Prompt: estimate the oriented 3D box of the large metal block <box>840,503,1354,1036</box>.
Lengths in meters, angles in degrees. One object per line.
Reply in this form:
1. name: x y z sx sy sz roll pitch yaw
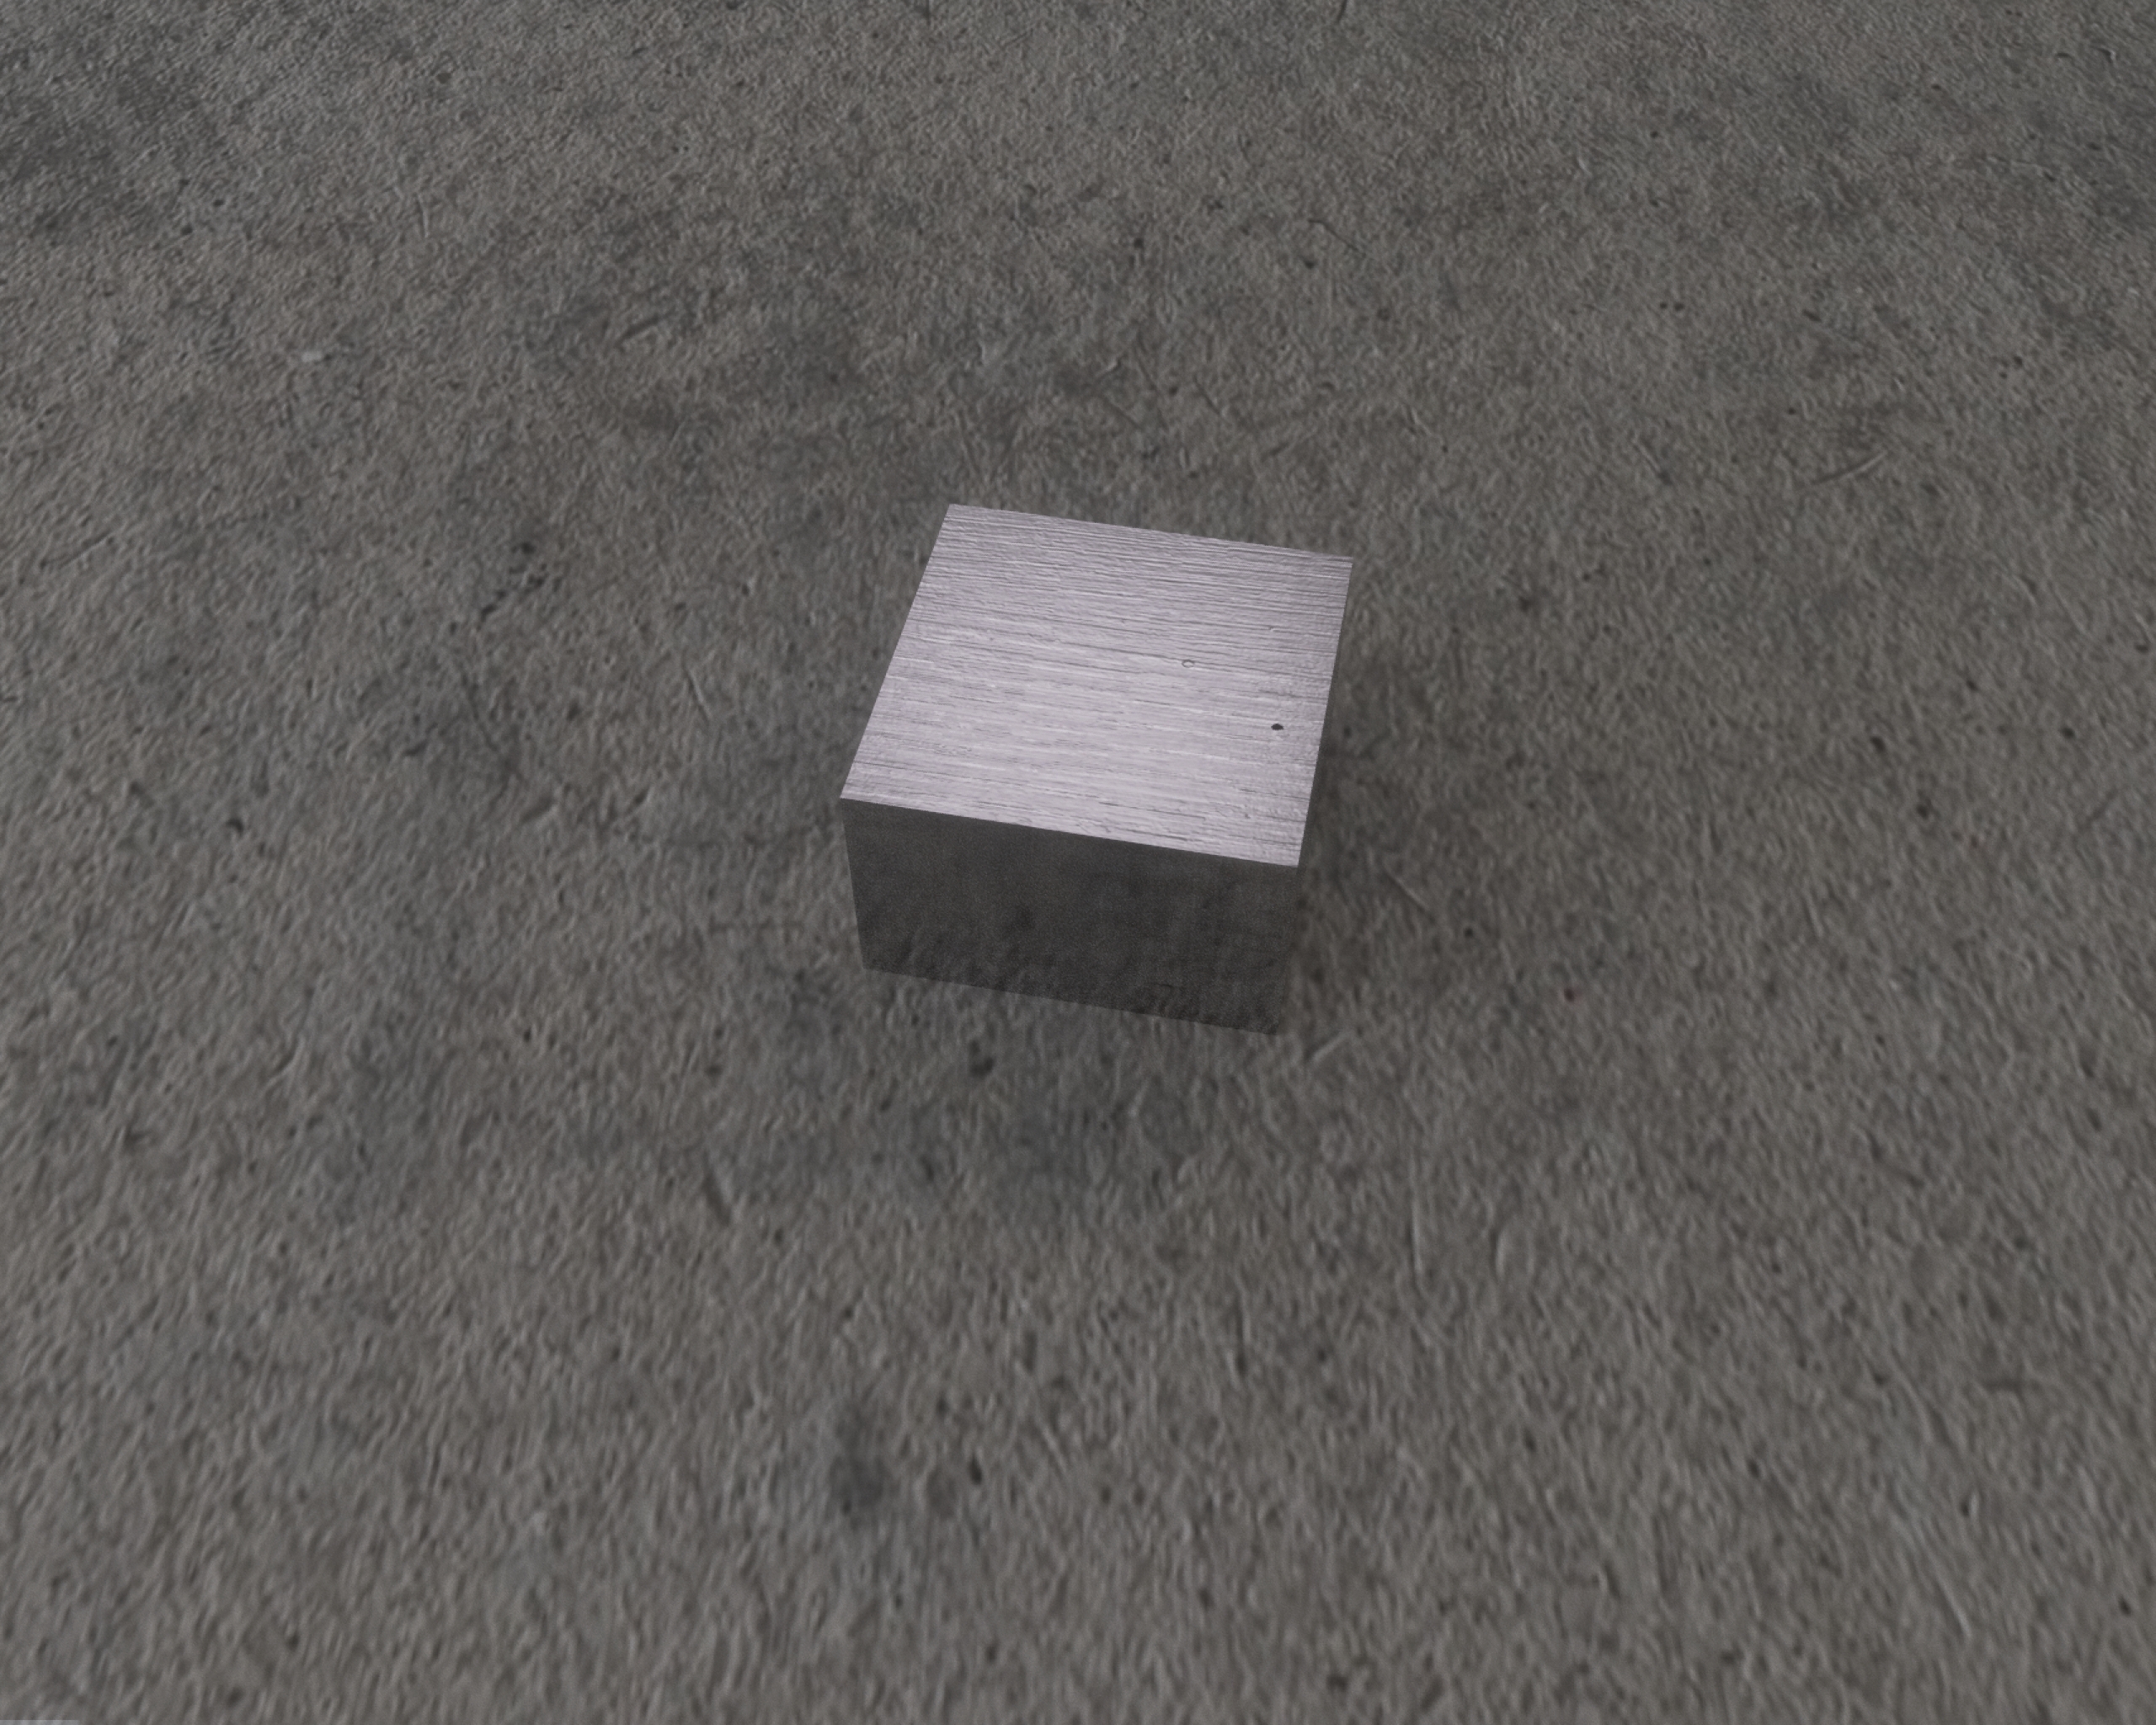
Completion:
1. large metal block: 0.006 -0.019 0.404 0.080 0.050 0.080 9 51 7
